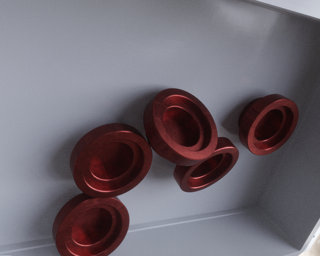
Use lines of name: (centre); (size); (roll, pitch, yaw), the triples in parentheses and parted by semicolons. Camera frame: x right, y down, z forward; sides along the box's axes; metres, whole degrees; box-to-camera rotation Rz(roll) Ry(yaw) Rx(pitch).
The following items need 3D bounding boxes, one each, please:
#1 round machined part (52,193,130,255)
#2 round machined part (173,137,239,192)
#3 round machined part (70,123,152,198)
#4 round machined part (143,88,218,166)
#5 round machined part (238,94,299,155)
round machined part: (-0.095, 0.128, 0.418); (0.099, 0.042, 0.097); (-11, 112, -29)
round machined part: (0.062, 0.047, 0.452); (0.099, 0.042, 0.097); (-22, 144, -17)
round machined part: (-0.063, 0.036, 0.387); (0.099, 0.042, 0.097); (-14, 125, -21)
round machined part: (0.021, 0.002, 0.388); (0.099, 0.098, 0.042); (9, 148, -33)
round machined part: (0.163, -0.009, 0.484); (0.099, 0.042, 0.097); (-14, 125, -21)
